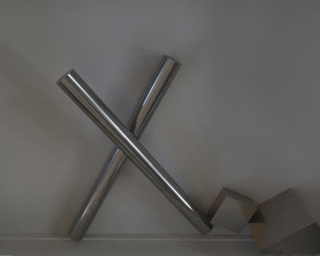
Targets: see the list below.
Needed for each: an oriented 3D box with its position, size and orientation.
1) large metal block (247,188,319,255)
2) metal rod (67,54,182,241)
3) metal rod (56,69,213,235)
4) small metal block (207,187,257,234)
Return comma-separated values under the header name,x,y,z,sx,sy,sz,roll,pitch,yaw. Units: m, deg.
name,x,y,z,sx,sy,sz,roll,pitch,yaw
large metal block,0.175,0.143,0.437,0.080,0.080,0.050,-32,107,10
metal rod,-0.056,0.039,0.424,0.025,0.025,0.298,27,108,-10
metal rod,-0.018,0.047,0.405,0.025,0.025,0.300,-35,115,11
small metal block,0.106,0.122,0.458,0.050,0.025,0.050,23,108,-9
